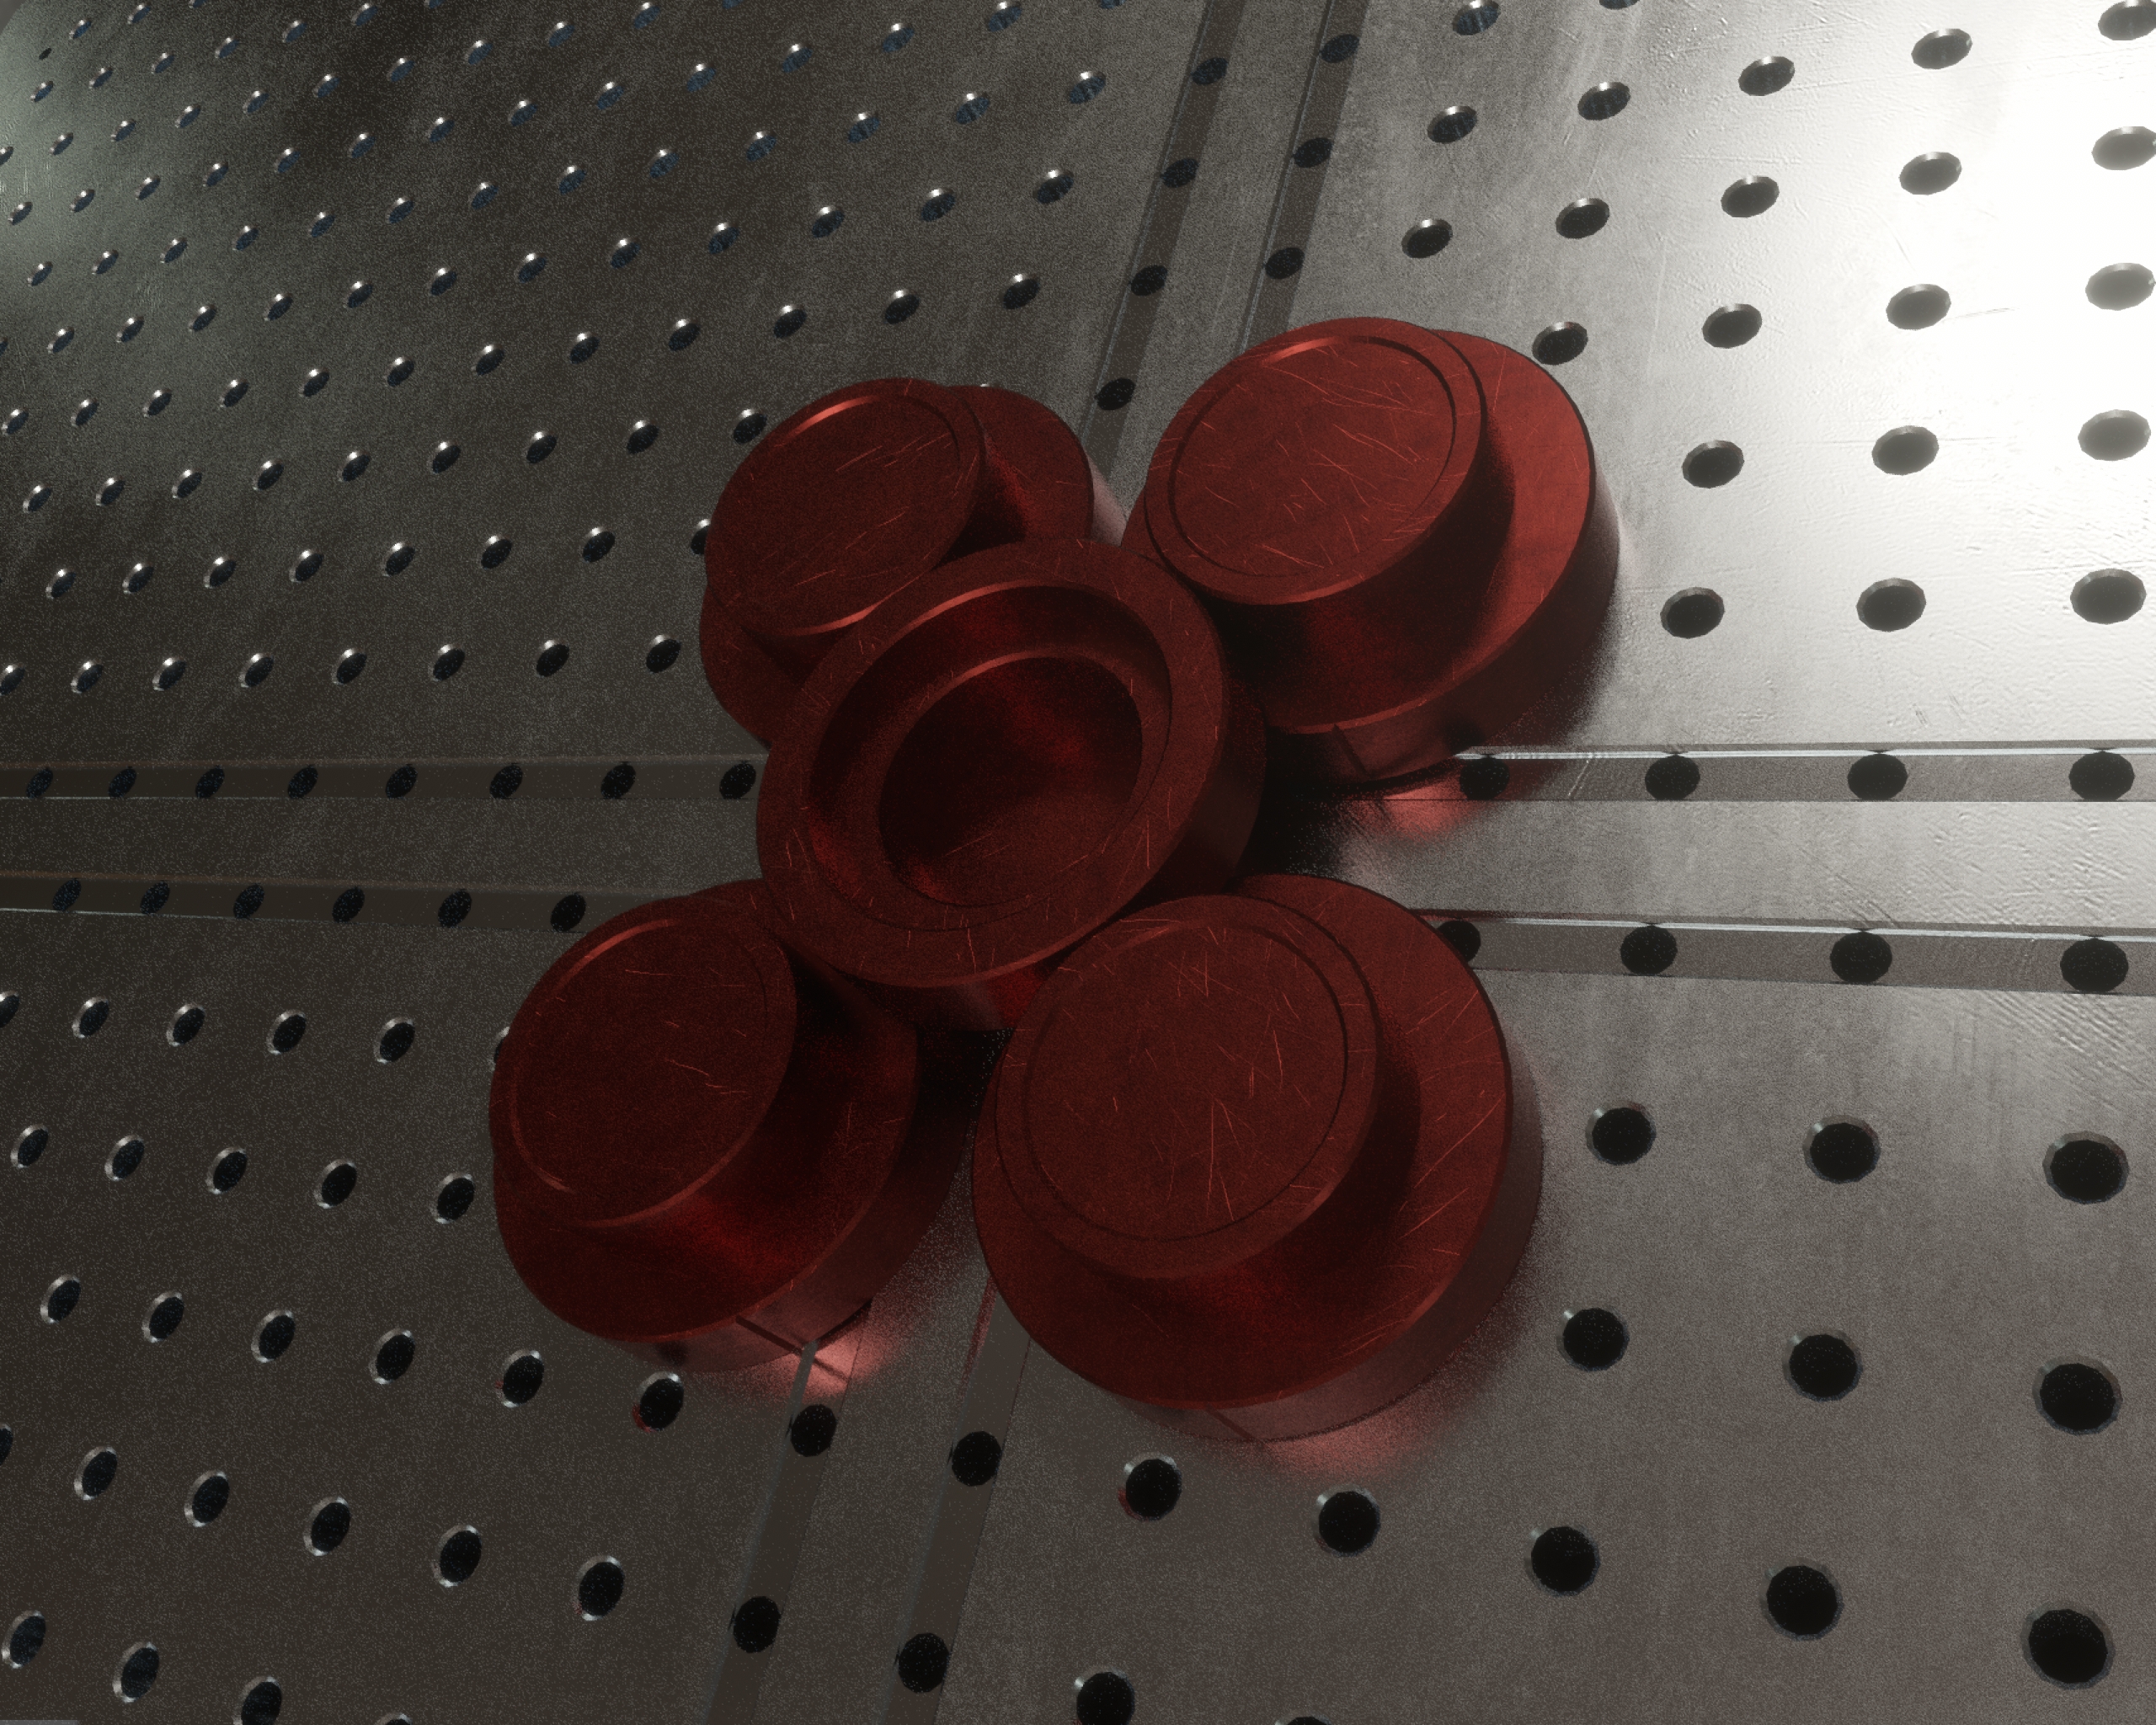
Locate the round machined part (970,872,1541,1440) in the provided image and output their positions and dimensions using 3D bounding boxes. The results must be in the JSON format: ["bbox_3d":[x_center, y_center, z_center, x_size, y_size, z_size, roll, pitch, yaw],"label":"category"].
[{"bbox_3d":[0.025,0.044,0.355,0.098,0.042,0.098,-13,56,20],"label":"round machined part"}]

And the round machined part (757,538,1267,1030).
[{"bbox_3d":[-0.009,-0.012,0.406,0.098,0.042,0.098,-13,56,20],"label":"round machined part"}]

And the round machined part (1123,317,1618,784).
[{"bbox_3d":[0.052,-0.068,0.410,0.098,0.042,0.098,-13,56,20],"label":"round machined part"}]

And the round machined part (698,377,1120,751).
[{"bbox_3d":[-0.042,-0.067,0.458,0.098,0.042,0.098,-13,56,20],"label":"round machined part"}]

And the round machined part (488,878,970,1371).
[{"bbox_3d":[-0.074,0.046,0.407,0.098,0.042,0.098,-13,56,20],"label":"round machined part"}]
